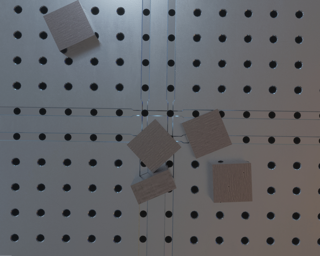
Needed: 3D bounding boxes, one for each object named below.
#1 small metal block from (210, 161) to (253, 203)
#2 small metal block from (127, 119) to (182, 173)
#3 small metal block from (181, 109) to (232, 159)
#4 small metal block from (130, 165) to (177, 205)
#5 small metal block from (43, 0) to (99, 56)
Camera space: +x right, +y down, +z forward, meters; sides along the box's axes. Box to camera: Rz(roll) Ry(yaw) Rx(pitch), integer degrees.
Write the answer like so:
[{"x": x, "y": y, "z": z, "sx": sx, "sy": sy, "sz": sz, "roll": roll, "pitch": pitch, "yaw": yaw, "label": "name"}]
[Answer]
[{"x": 0.094, "y": 0.071, "z": 0.414, "sx": 0.050, "sy": 0.025, "sz": 0.050, "roll": -2, "pitch": 90, "yaw": 0, "label": "small metal block"}, {"x": -0.008, "y": 0.023, "z": 0.413, "sx": 0.050, "sy": 0.025, "sz": 0.050, "roll": -43, "pitch": 90, "yaw": 0, "label": "small metal block"}, {"x": 0.061, "y": 0.007, "z": 0.414, "sx": 0.050, "sy": 0.025, "sz": 0.050, "roll": -22, "pitch": 90, "yaw": 0, "label": "small metal block"}, {"x": -0.008, "y": 0.071, "z": 0.401, "sx": 0.050, "sy": 0.050, "sz": 0.025, "roll": -23, "pitch": 90, "yaw": 0, "label": "small metal block"}, {"x": -0.118, "y": -0.132, "z": 0.413, "sx": 0.050, "sy": 0.025, "sz": 0.050, "roll": -25, "pitch": 90, "yaw": 0, "label": "small metal block"}]
